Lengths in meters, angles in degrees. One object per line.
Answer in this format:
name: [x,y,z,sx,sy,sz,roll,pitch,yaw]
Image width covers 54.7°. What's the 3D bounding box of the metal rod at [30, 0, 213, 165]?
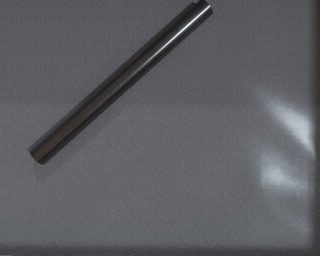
metal rod: [-0.050,-0.061,0.410,0.300,0.025,0.025,-42,91,-1]
